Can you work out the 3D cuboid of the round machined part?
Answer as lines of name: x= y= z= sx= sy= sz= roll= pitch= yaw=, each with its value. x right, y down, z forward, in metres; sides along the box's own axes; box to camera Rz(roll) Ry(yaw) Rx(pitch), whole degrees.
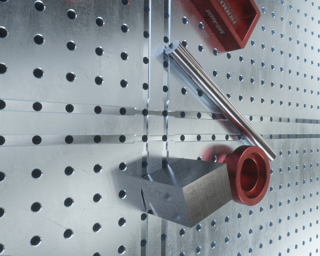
round machined part: x=0.139 y=0.077 z=0.518 sx=0.099 sy=0.042 sz=0.097 roll=0 pitch=90 yaw=-40

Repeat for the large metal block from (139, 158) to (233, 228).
large metal block: x=0.034 y=0.079 z=0.404 sx=0.081 sy=0.080 sz=0.050 roll=-20 pitch=103 yaw=-39

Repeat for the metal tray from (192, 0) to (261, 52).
metal tray: x=0.106 y=-0.200 z=0.497 sx=0.130 sy=0.030 sz=0.090 roll=44 pitch=63 yaw=-31

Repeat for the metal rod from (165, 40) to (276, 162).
metal rod: x=0.113 y=-0.029 z=0.506 sx=0.301 sy=0.025 sz=0.025 roll=41 pitch=65 yaw=-33
